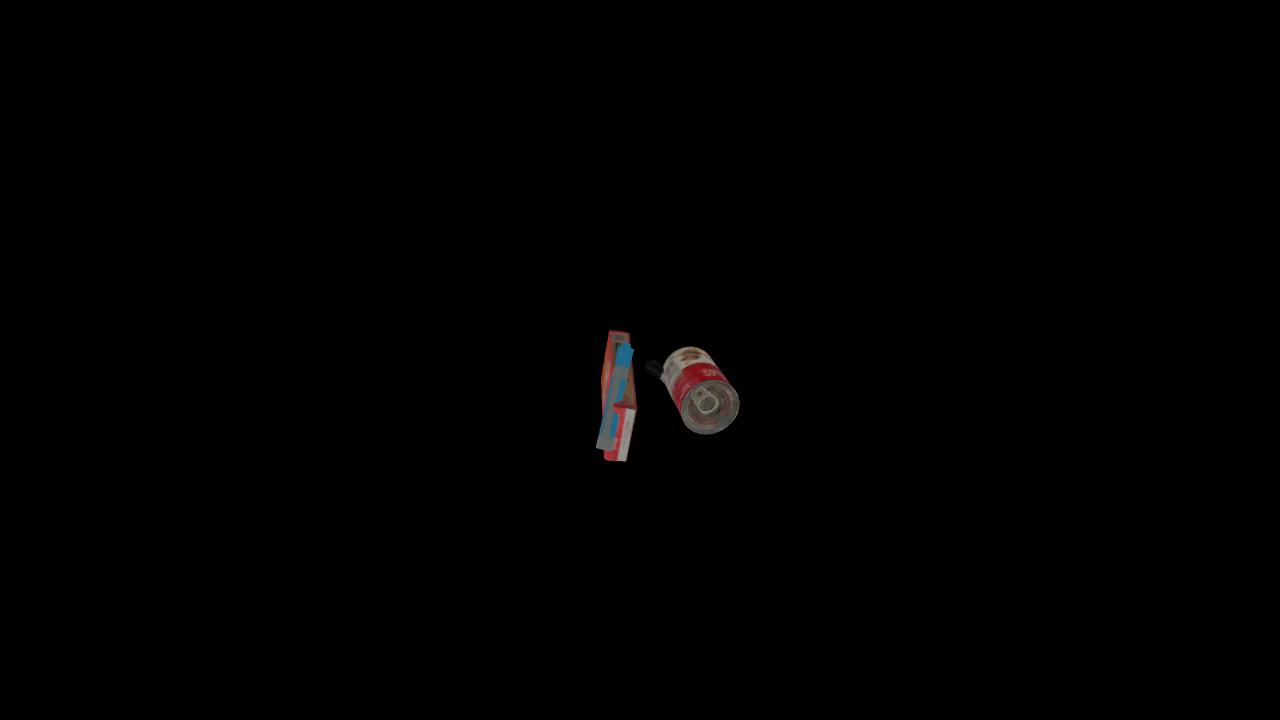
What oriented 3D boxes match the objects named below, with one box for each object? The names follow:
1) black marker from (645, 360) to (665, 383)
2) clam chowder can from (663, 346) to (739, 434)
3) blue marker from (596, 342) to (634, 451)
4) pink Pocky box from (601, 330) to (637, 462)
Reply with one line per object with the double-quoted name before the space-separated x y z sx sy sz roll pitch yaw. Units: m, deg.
"black marker" 0.054 0.034 0.740 0.121 0.020 0.020 32 16 28
"clam chowder can" 0.068 0.033 0.721 0.068 0.068 0.102 0 23 -12
"blue marker" -0.027 0.039 0.677 0.020 0.121 0.020 12 -12 3
"pink Pocky box" -0.028 0.040 0.747 0.029 0.084 0.155 5 36 -9
